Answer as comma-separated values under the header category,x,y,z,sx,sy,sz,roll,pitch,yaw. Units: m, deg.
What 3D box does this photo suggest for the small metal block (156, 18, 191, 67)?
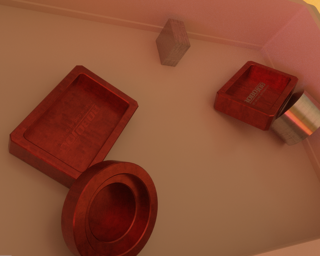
category,x,y,z,sx,sy,sz,roll,pitch,yaw
small metal block,0.019,-0.132,0.482,0.025,0.050,0.050,3,61,-27

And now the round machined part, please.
category,x,y,z,sx,sy,sz,roll,pitch,yaw
round machined part,-0.051,0.080,0.301,0.099,0.042,0.097,-1,91,-46

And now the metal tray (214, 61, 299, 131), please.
category,x,y,z,sx,sy,sz,roll,pitch,yaw
metal tray,0.157,-0.057,0.500,0.090,0.030,0.131,27,47,23

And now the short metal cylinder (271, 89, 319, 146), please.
category,x,y,z,sx,sy,sz,roll,pitch,yaw
short metal cylinder,0.220,-0.017,0.502,0.050,0.080,0.080,45,51,2

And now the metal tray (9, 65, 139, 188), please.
category,x,y,z,sx,sy,sz,roll,pitch,yaw
metal tray,-0.093,-0.004,0.355,0.090,0.030,0.130,34,51,-7
